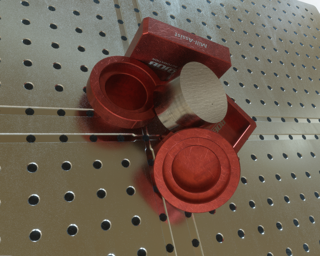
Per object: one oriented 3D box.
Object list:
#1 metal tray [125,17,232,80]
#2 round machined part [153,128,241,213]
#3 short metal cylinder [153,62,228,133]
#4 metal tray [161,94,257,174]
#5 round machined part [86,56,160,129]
[{"bbox_3d":[0.022,-0.093,0.436,0.131,0.090,0.030,14,56,-21],"label":"metal tray"},{"bbox_3d":[0.043,0.048,0.371,0.099,0.042,0.097,0,92,5],"label":"round machined part"},{"bbox_3d":[0.038,-0.035,0.388,0.081,0.050,0.080,18,60,-34],"label":"short metal cylinder"},{"bbox_3d":[0.074,0.004,0.444,0.090,0.030,0.131,45,51,3],"label":"metal tray"},{"bbox_3d":[-0.046,-0.041,0.399,0.099,0.042,0.098,14,56,-21],"label":"round machined part"}]
